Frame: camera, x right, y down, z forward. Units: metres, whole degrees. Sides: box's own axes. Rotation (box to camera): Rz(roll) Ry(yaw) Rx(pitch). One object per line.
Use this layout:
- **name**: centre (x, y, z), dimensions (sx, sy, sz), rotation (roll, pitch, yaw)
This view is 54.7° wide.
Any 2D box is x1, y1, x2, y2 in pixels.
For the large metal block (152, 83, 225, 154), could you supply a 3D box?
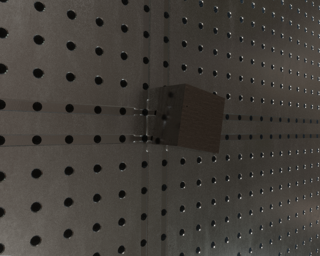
- **large metal block**: centre (0.041, -0.010, 0.430), dimensions (0.081, 0.050, 0.080), rotation (13, 82, -40)
